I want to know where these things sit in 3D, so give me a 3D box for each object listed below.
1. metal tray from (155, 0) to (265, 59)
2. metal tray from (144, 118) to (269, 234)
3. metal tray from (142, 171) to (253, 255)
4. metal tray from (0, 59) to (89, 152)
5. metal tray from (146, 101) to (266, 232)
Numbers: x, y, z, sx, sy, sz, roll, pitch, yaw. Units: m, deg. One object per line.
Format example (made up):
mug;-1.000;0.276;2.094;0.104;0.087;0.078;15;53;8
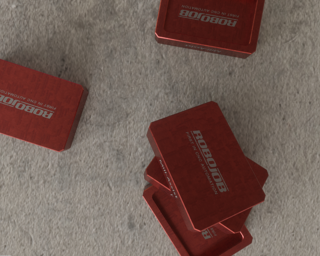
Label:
metal tray;0.065;-0.149;0.408;0.131;0.030;0.089;10;90;-1
metal tray;0.057;0.058;0.388;0.130;0.030;0.090;33;69;4
metal tray;0.048;0.113;0.408;0.090;0.030;0.130;-32;90;-1
metal tray;-0.171;-0.030;0.405;0.131;0.030;0.090;18;90;-1
metal tray;0.050;0.042;0.360;0.091;0.030;0.130;-20;74;-15
